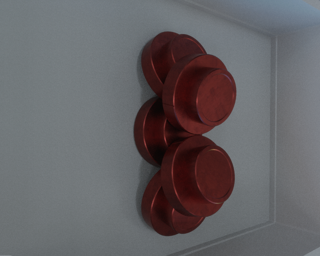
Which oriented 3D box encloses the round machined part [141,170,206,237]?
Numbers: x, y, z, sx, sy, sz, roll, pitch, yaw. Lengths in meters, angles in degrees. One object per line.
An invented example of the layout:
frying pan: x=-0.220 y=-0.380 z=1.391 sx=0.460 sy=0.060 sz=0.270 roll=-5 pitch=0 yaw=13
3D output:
round machined part: x=0.028 y=0.096 z=0.399 sx=0.099 sy=0.042 sz=0.097 roll=-15 pitch=114 yaw=-36

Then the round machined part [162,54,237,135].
round machined part: x=0.054 y=-0.039 z=0.372 sx=0.099 sy=0.042 sz=0.097 roll=-13 pitch=110 yaw=-37

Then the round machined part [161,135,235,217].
round machined part: x=0.052 y=0.056 z=0.371 sx=0.099 sy=0.042 sz=0.098 roll=11 pitch=72 yaw=-38

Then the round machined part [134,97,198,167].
round machined part: x=0.018 y=0.004 z=0.408 sx=0.099 sy=0.042 sz=0.097 roll=1 pitch=88 yaw=-40

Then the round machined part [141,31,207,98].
round machined part: x=0.028 y=-0.082 z=0.402 sx=0.099 sy=0.042 sz=0.098 roll=16 pitch=64 yaw=-35
